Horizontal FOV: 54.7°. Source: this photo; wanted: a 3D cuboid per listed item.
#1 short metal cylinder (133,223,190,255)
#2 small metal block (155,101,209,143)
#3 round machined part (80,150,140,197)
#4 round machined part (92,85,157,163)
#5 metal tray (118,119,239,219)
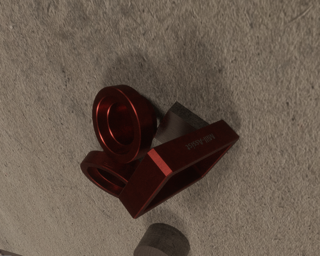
[{"bbox_3d":[0.003,0.206,0.515,0.080,0.050,0.079,13,124,20],"label":"short metal cylinder"},{"bbox_3d":[0.026,0.003,0.394,0.050,0.025,0.050,36,129,4],"label":"small metal block"},{"bbox_3d":[-0.063,0.063,0.453,0.098,0.042,0.098,22,148,15],"label":"round machined part"},{"bbox_3d":[-0.042,-0.007,0.397,0.098,0.042,0.097,17,115,42],"label":"round machined part"},{"bbox_3d":[0.024,0.043,0.350,0.030,0.131,0.089,50,132,20],"label":"metal tray"}]
